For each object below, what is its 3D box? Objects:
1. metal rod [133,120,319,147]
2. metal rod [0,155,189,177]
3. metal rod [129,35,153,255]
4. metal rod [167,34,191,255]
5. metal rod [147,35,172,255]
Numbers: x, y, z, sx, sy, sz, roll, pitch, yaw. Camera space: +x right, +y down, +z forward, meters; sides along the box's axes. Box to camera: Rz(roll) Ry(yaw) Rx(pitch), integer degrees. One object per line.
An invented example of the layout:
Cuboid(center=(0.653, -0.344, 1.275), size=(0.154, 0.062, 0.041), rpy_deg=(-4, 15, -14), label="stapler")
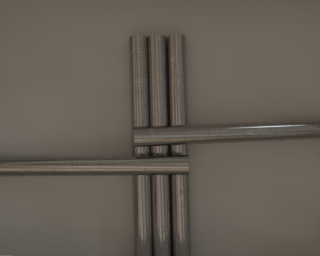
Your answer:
Cuboid(center=(0.118, 0.005, 0.394), size=(0.302, 0.025, 0.025), rpy_deg=(-2, 90, -7), label="metal rod")
Cuboid(center=(-0.115, 0.048, 0.393), size=(0.302, 0.025, 0.025), rpy_deg=(-1, 90, 5), label="metal rod")
Cuboid(center=(-0.025, 0.030, 0.410), size=(0.025, 0.025, 0.298), rpy_deg=(-1, 90, -1), label="metal rod")
Cuboid(center=(0.026, 0.028, 0.410), size=(0.025, 0.025, 0.298), rpy_deg=(-1, 90, -1), label="metal rod")
Cuboid(center=(0.000, 0.029, 0.410), size=(0.025, 0.025, 0.298), rpy_deg=(-1, 90, -1), label="metal rod")
